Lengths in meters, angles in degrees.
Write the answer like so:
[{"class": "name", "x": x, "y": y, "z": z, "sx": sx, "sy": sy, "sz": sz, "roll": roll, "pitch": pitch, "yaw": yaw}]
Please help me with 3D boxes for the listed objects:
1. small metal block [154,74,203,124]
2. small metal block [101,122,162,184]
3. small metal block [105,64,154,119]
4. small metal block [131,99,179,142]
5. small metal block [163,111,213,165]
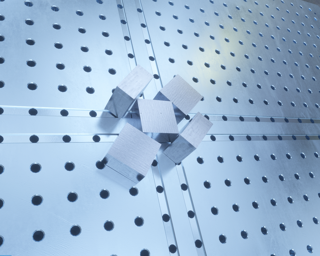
[{"class": "small metal block", "x": 0.026, "y": -0.042, "z": 0.447, "sx": 0.050, "sy": 0.025, "sz": 0.050, "roll": 43, "pitch": 51, "yaw": 1}, {"class": "small metal block", "x": -0.033, "y": 0.030, "z": 0.371, "sx": 0.050, "sy": 0.025, "sz": 0.050, "roll": 33, "pitch": 51, "yaw": -7}, {"class": "small metal block", "x": -0.040, "y": -0.046, "z": 0.398, "sx": 0.025, "sy": 0.050, "sz": 0.050, "roll": 38, "pitch": 52, "yaw": -4}, {"class": "small metal block", "x": -0.007, "y": -0.009, "z": 0.409, "sx": 0.050, "sy": 0.025, "sz": 0.050, "roll": 3, "pitch": 59, "yaw": -25}, {"class": "small metal block", "x": 0.036, "y": 0.013, "z": 0.402, "sx": 0.025, "sy": 0.050, "sz": 0.050, "roll": 41, "pitch": 51, "yaw": 0}]
